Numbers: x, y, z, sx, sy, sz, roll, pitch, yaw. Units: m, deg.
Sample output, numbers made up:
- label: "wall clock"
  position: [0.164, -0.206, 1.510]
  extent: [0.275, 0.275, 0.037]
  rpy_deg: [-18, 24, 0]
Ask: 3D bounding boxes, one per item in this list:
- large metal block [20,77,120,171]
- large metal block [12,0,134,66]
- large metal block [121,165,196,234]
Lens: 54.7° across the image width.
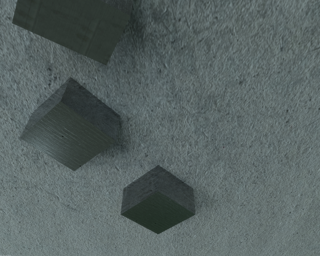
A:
- label: "large metal block"
  position: [-0.109, -0.002, 0.388]
  extent: [0.080, 0.050, 0.080]
  rpy_deg: [-35, 122, 26]
- label: "large metal block"
  position: [-0.070, -0.111, 0.275]
  extent: [0.080, 0.080, 0.050]
  rpy_deg: [22, 127, -18]
- label: "large metal block"
  position: [-0.003, 0.115, 0.489]
  extent: [0.080, 0.050, 0.080]
  rpy_deg: [-37, 121, 27]
